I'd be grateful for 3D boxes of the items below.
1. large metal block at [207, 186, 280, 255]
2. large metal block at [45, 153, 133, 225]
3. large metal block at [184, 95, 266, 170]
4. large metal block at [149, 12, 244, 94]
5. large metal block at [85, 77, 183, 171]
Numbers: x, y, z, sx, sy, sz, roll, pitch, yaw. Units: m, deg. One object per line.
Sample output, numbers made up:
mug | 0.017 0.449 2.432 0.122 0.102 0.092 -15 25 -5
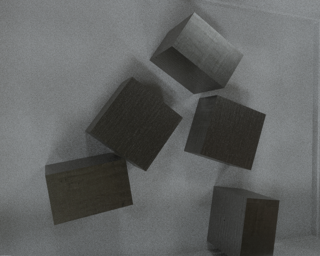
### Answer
large metal block | 0.111 0.129 0.424 0.050 0.080 0.080 9 87 -20
large metal block | -0.084 0.063 0.351 0.081 0.080 0.050 -10 94 -20
large metal block | 0.090 0.007 0.432 0.081 0.050 0.080 19 84 -20
large metal block | 0.044 -0.090 0.399 0.080 0.080 0.050 35 79 -17
large metal block | -0.033 -0.004 0.386 0.080 0.050 0.080 38 78 -16
